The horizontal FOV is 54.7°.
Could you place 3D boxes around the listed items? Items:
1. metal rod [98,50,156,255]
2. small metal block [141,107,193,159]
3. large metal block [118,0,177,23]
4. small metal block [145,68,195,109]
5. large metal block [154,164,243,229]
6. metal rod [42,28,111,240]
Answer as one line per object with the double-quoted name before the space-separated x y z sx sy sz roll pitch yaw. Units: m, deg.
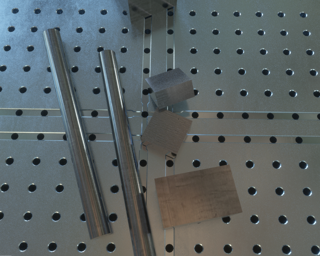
"metal rod" -0.045 0.031 0.399 0.025 0.025 0.299 -12 70 -4
"small metal block" 0.009 0.006 0.409 0.050 0.025 0.050 24 72 8
"large metal block" -0.027 -0.223 0.479 0.080 0.050 0.080 -25 72 -9
"small metal block" 0.013 -0.055 0.418 0.050 0.025 0.050 -20 33 -7
"large metal block" 0.038 0.082 0.353 0.081 0.080 0.050 -10 71 -4
"metal rod" -0.116 -0.006 0.412 0.025 0.025 0.299 -17 71 -6
